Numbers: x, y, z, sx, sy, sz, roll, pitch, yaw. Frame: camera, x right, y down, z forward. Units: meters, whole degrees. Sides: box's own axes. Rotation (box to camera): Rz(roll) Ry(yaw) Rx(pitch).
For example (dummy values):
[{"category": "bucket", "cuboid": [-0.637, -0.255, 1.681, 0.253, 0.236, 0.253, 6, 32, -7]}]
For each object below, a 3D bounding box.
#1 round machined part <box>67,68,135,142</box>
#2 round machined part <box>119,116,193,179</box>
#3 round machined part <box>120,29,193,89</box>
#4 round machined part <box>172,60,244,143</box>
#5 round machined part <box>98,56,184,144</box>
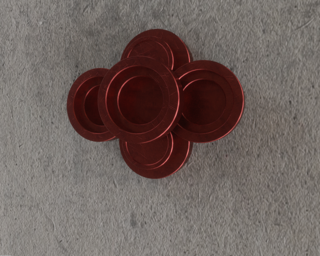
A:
[{"category": "round machined part", "cuboid": [-0.074, -0.030, 0.426, 0.098, 0.042, 0.097, 0, 90, 19]}, {"category": "round machined part", "cuboid": [-0.010, 0.018, 0.403, 0.098, 0.042, 0.097, 0, 90, 19]}, {"category": "round machined part", "cuboid": [-0.009, -0.081, 0.403, 0.098, 0.042, 0.097, 0, 90, 19]}, {"category": "round machined part", "cuboid": [0.054, -0.031, 0.381, 0.098, 0.042, 0.097, 0, 90, 19]}, {"category": "round machined part", "cuboid": [-0.019, -0.031, 0.362, 0.098, 0.042, 0.097, 0, 90, 19]}]
